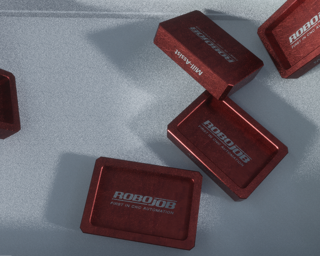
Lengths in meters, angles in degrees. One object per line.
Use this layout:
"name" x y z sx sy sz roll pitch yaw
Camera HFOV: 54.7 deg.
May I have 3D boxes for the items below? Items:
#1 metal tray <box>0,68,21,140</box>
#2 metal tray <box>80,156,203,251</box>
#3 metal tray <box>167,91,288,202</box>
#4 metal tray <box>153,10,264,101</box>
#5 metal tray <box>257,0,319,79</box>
"metal tray" -0.234 -0.042 0.367 0.030 0.130 0.090 -24 69 22
"metal tray" -0.020 0.090 0.373 0.131 0.030 0.090 9 70 2
"metal tray" 0.084 0.018 0.401 0.090 0.030 0.130 -43 76 -14
"metal tray" 0.067 -0.104 0.426 0.130 0.030 0.091 45 51 15
"metal tray" 0.201 -0.136 0.407 0.030 0.129 0.090 -7 67 -35
